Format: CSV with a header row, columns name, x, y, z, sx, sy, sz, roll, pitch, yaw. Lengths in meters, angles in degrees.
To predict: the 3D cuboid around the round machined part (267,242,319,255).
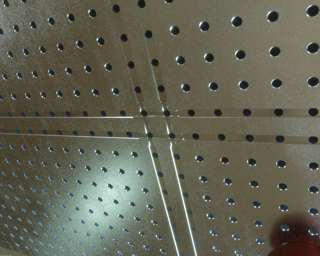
name,x,y,z,sx,sy,sz,roll,pitch,yaw
round machined part,0.193,0.194,0.419,0.098,0.042,0.097,13,124,21
